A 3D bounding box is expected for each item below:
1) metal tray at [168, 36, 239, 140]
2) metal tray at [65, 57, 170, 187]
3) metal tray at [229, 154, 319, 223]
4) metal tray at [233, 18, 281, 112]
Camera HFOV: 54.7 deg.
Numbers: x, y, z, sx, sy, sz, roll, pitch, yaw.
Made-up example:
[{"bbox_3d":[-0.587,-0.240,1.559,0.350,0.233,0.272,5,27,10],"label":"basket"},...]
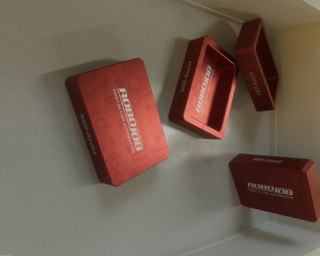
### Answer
[{"bbox_3d":[0.069,-0.057,0.460,0.090,0.030,0.130,26,74,-37],"label":"metal tray"},{"bbox_3d":[-0.045,-0.009,0.365,0.091,0.030,0.129,-26,107,-37],"label":"metal tray"},{"bbox_3d":[0.180,0.090,0.489,0.030,0.130,0.090,-32,110,-35],"label":"metal tray"},{"bbox_3d":[0.166,-0.102,0.516,0.130,0.030,0.090,56,44,-35],"label":"metal tray"}]
